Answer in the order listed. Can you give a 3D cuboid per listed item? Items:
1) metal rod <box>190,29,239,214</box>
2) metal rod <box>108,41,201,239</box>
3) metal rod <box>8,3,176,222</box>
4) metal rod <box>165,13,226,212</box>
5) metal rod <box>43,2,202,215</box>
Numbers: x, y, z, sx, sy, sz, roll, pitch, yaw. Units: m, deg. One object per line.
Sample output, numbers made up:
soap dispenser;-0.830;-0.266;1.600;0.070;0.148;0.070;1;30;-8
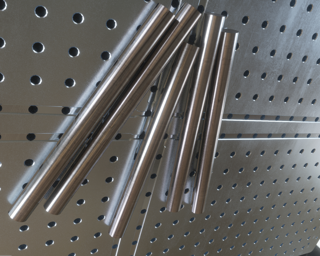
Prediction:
metal rod;0.074;0.009;0.456;0.025;0.025;0.298;-10;123;-23
metal rod;-0.015;0.030;0.421;0.025;0.025;0.298;8;114;-32
metal rod;-0.083;-0.010;0.358;0.025;0.025;0.299;31;101;-38
metal rod;0.043;-0.003;0.432;0.025;0.025;0.298;-5;121;-26
metal rod;-0.051;-0.015;0.374;0.025;0.025;0.299;29;102;-38
